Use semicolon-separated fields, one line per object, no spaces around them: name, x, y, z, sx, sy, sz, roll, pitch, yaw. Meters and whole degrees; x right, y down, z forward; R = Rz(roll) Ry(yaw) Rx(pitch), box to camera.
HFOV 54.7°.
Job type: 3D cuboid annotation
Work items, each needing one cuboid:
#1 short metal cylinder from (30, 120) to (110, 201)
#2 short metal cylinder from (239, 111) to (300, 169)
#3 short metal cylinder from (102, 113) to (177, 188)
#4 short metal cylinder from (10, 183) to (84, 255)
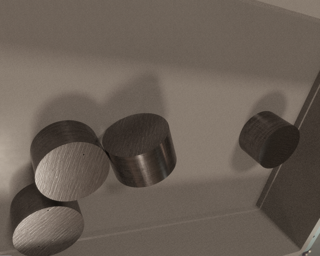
short metal cylinder;-0.105;0.038;0.359;0.081;0.050;0.079;-14;125;-21
short metal cylinder;0.177;0.019;0.504;0.081;0.050;0.079;-14;125;-21
short metal cylinder;-0.024;0.025;0.377;0.081;0.080;0.050;-25;128;-14
short metal cylinder;-0.141;0.112;0.386;0.081;0.050;0.079;-14;125;-21
